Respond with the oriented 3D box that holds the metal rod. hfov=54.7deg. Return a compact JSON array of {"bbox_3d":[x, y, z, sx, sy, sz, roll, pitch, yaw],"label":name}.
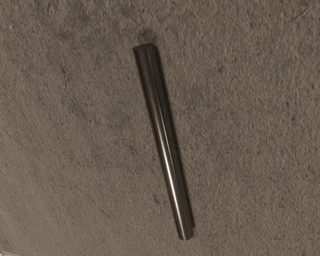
[{"bbox_3d":[0.011,0.036,0.422,0.025,0.025,0.298,1,119,27],"label":"metal rod"}]
